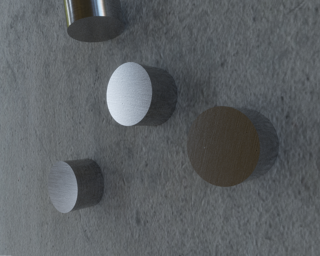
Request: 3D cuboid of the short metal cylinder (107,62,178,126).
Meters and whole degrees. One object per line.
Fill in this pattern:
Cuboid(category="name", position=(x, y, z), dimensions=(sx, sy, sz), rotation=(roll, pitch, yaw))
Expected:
Cuboid(category="short metal cylinder", position=(-0.024, -0.042, 0.407), dimensions=(0.080, 0.050, 0.079), rotation=(0, 90, 39))

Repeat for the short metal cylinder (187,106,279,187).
Cuboid(category="short metal cylinder", position=(0.076, 0.018, 0.325), dimensions=(0.080, 0.050, 0.079), rotation=(0, 90, 39))

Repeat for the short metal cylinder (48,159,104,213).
Cuboid(category="short metal cylinder", position=(-0.135, 0.091, 0.497), dimensions=(0.080, 0.050, 0.079), rotation=(0, 90, 39))

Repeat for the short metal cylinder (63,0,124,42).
Cuboid(category="short metal cylinder", position=(-0.095, -0.164, 0.445), dimensions=(0.080, 0.081, 0.050), rotation=(-15, 80, 38))
